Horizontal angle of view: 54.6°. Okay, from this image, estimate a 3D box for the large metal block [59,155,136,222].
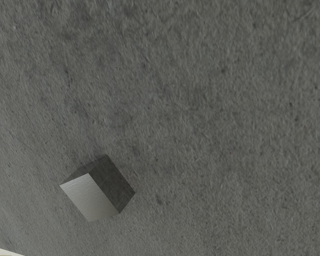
[{"bbox_3d":[-0.102,0.100,0.507,0.080,0.050,0.080,-25,105,37],"label":"large metal block"}]
